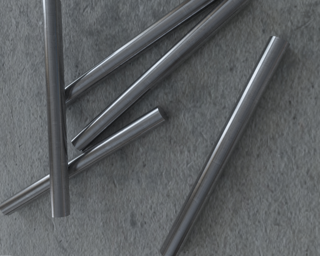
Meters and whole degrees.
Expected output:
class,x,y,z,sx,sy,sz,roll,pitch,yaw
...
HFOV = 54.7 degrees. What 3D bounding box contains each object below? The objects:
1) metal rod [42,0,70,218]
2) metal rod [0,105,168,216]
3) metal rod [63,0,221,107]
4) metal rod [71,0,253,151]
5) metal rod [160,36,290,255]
class,x,y,z,sx,sy,sz,roll,pitch,yaw
metal rod,-0.144,-0.029,0.430,0.025,0.025,0.298,-3,89,19
metal rod,-0.120,0.054,0.449,0.300,0.025,0.025,-31,80,17
metal rod,-0.037,-0.107,0.420,0.300,0.025,0.025,-31,80,17
metal rod,-0.008,-0.069,0.410,0.300,0.025,0.025,-40,78,15
metal rod,0.075,0.032,0.382,0.025,0.025,0.298,28,99,17
